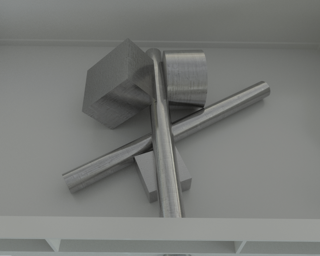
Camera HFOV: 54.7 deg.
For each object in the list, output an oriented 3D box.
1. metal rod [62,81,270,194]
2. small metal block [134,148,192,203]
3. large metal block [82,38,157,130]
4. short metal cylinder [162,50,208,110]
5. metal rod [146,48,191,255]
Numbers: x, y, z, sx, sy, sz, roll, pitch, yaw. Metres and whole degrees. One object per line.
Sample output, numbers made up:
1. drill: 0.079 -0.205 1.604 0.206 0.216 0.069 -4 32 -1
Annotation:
1. metal rod: 0.023 0.003 0.400 0.302 0.025 0.025 -25 55 -20
2. small metal block: 0.003 0.052 0.360 0.050 0.025 0.050 -17 52 -14
3. large metal block: -0.053 -0.057 0.409 0.080 0.050 0.080 -31 44 27
4. short metal cylinder: 0.031 -0.065 0.422 0.050 0.080 0.080 -2 50 -4
5. metal rod: 0.002 0.003 0.367 0.025 0.025 0.300 -4 49 -3
